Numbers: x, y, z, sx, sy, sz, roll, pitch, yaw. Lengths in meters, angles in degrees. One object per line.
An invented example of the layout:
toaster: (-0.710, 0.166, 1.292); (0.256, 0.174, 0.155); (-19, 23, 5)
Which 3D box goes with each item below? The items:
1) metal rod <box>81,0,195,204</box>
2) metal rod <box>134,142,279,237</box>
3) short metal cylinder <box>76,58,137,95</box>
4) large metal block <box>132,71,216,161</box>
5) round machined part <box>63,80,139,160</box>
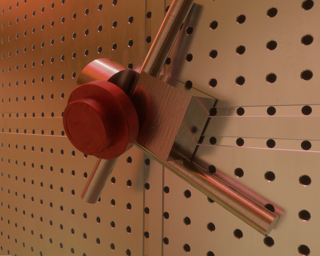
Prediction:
metal rod: (-0.035, -0.031, 0.410); (0.025, 0.025, 0.298); (34, 104, 34)
metal rod: (0.008, 0.036, 0.400); (0.300, 0.025, 0.025); (31, 109, 35)
short metal cylinder: (-0.067, -0.050, 0.426); (0.050, 0.081, 0.079); (31, 109, 35)
large metal block: (0.009, -0.016, 0.380); (0.080, 0.050, 0.079); (32, 110, 35)
round machined part: (-0.078, -0.005, 0.375); (0.098, 0.042, 0.097); (13, 116, 28)
